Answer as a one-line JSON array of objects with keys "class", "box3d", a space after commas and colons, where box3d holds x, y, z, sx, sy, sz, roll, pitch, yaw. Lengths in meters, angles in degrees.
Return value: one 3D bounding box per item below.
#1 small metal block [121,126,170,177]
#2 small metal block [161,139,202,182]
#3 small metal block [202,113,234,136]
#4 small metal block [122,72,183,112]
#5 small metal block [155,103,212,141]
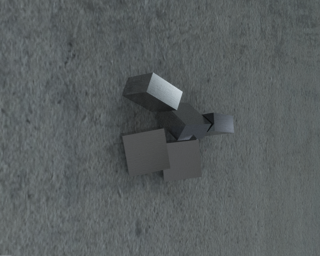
[{"class": "small metal block", "box3d": [-0.018, 0.028, 0.378, 0.050, 0.025, 0.050, -11, 98, -12]}, {"class": "small metal block", "box3d": [0.026, 0.041, 0.414, 0.050, 0.025, 0.050, -6, 95, -8]}, {"class": "small metal block", "box3d": [0.070, -0.004, 0.445, 0.050, 0.050, 0.025, 5, 80, -47]}, {"class": "small metal block", "box3d": [-0.010, -0.042, 0.382, 0.050, 0.050, 0.025, 28, 73, -37]}, {"class": "small metal block", "box3d": [0.031, -0.010, 0.412, 0.050, 0.050, 0.025, -2, 128, -43]}]
